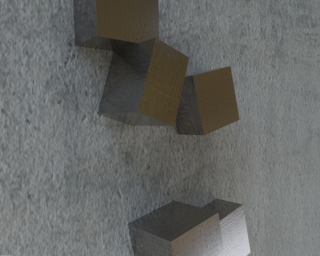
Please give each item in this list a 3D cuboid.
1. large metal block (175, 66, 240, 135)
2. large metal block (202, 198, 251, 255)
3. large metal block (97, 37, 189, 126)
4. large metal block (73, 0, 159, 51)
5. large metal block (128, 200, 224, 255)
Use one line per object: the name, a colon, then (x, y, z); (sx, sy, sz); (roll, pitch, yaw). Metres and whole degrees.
large metal block: (0.063, -0.040, 0.444); (0.081, 0.050, 0.079); (-21, 103, -38)
large metal block: (0.086, 0.163, 0.464); (0.081, 0.050, 0.079); (-19, 102, -39)
large metal block: (-0.020, -0.048, 0.353); (0.050, 0.080, 0.080); (21, 77, -39)
large metal block: (-0.048, -0.132, 0.349); (0.081, 0.050, 0.079); (-2, 92, -40)
large metal block: (0.020, 0.136, 0.388); (0.081, 0.080, 0.050); (-16, 101, -39)
